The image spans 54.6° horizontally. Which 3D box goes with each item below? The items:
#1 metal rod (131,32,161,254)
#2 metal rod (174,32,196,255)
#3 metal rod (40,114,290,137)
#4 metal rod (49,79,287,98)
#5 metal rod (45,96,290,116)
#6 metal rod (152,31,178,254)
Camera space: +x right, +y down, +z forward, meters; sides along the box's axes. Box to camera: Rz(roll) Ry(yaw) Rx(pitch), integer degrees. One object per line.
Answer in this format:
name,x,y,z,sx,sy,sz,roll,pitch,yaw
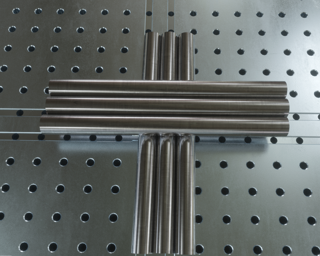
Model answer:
metal rod,-0.016,0.005,0.410,0.025,0.025,0.299,2,70,1
metal rod,0.034,0.006,0.410,0.025,0.025,0.299,2,70,1
metal rod,0.006,-0.003,0.386,0.302,0.025,0.025,1,70,0
metal rod,0.010,-0.050,0.404,0.302,0.025,0.025,1,70,0
metal rod,0.009,-0.027,0.395,0.302,0.025,0.025,1,70,0
metal rod,0.009,0.004,0.410,0.025,0.025,0.299,2,70,1
